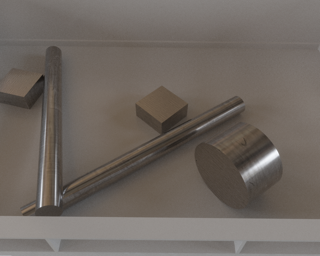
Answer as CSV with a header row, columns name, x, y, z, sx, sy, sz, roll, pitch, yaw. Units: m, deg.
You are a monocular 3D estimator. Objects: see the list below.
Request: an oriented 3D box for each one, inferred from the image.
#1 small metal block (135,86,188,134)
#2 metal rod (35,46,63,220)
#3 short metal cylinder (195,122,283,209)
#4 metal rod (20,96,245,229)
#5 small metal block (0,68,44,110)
name,x,y,z,sx,sy,sz,roll,pitch,yaw
small metal block,0.002,-0.025,0.426,0.050,0.025,0.050,-37,60,-27
metal rod,-0.140,-0.021,0.402,0.025,0.025,0.300,-10,45,-9
short metal cylinder,0.083,0.040,0.337,0.050,0.080,0.080,-29,56,-22
metal rod,-0.015,0.030,0.379,0.302,0.025,0.025,-27,55,-21
small metal block,-0.203,-0.058,0.451,0.050,0.025,0.050,13,51,10
